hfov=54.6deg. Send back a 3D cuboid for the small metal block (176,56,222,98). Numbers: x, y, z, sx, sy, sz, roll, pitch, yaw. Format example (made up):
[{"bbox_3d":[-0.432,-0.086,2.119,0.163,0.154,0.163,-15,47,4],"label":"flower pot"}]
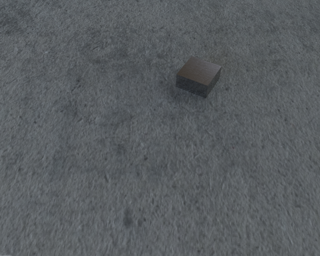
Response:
[{"bbox_3d":[0.059,-0.078,0.469,0.050,0.025,0.050,24,54,19],"label":"small metal block"}]
